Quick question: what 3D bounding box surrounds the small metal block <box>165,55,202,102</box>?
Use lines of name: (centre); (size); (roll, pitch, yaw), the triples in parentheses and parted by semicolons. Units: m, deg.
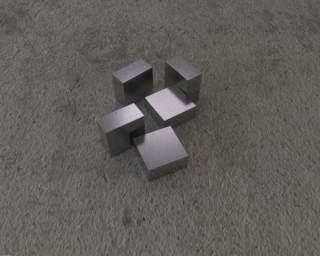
small metal block: (0.032, -0.068, 0.444); (0.025, 0.050, 0.050); (-29, 56, -22)

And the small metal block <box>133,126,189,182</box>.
small metal block: (0.000, 0.031, 0.377); (0.050, 0.025, 0.050); (-19, 53, -15)

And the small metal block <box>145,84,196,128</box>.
small metal block: (0.014, -0.028, 0.426); (0.050, 0.025, 0.050); (-26, 55, -20)

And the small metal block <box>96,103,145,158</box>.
small metal block: (-0.047, 0.003, 0.384); (0.050, 0.050, 0.025); (-26, 55, -20)

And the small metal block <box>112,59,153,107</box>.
small metal block: (-0.037, -0.062, 0.439); (0.050, 0.050, 0.025); (-34, 58, -25)
